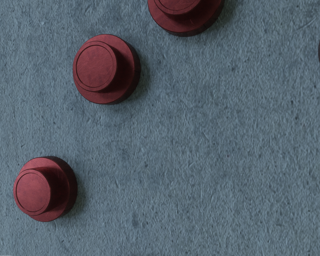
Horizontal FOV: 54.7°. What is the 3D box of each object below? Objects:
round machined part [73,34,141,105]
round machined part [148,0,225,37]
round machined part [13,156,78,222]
[{"bbox_3d":[-0.080,-0.082,0.428,0.098,0.042,0.097,0,90,20],"label":"round machined part"},{"bbox_3d":[0.029,-0.169,0.389,0.098,0.042,0.097,0,90,20],"label":"round machined part"},{"bbox_3d":[-0.177,0.092,0.462,0.098,0.042,0.097,0,90,20],"label":"round machined part"}]
